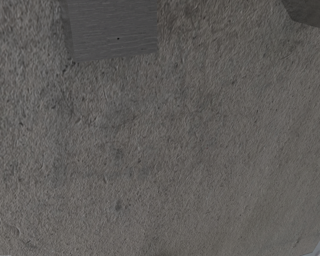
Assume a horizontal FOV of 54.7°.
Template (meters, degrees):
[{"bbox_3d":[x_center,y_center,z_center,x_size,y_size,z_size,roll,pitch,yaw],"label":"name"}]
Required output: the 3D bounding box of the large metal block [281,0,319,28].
[{"bbox_3d":[0.211,-0.172,0.380,0.080,0.080,0.050,-49,129,6],"label":"large metal block"}]

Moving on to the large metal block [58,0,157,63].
[{"bbox_3d":[-0.050,-0.113,0.293,0.081,0.050,0.079,-13,124,-21],"label":"large metal block"}]
